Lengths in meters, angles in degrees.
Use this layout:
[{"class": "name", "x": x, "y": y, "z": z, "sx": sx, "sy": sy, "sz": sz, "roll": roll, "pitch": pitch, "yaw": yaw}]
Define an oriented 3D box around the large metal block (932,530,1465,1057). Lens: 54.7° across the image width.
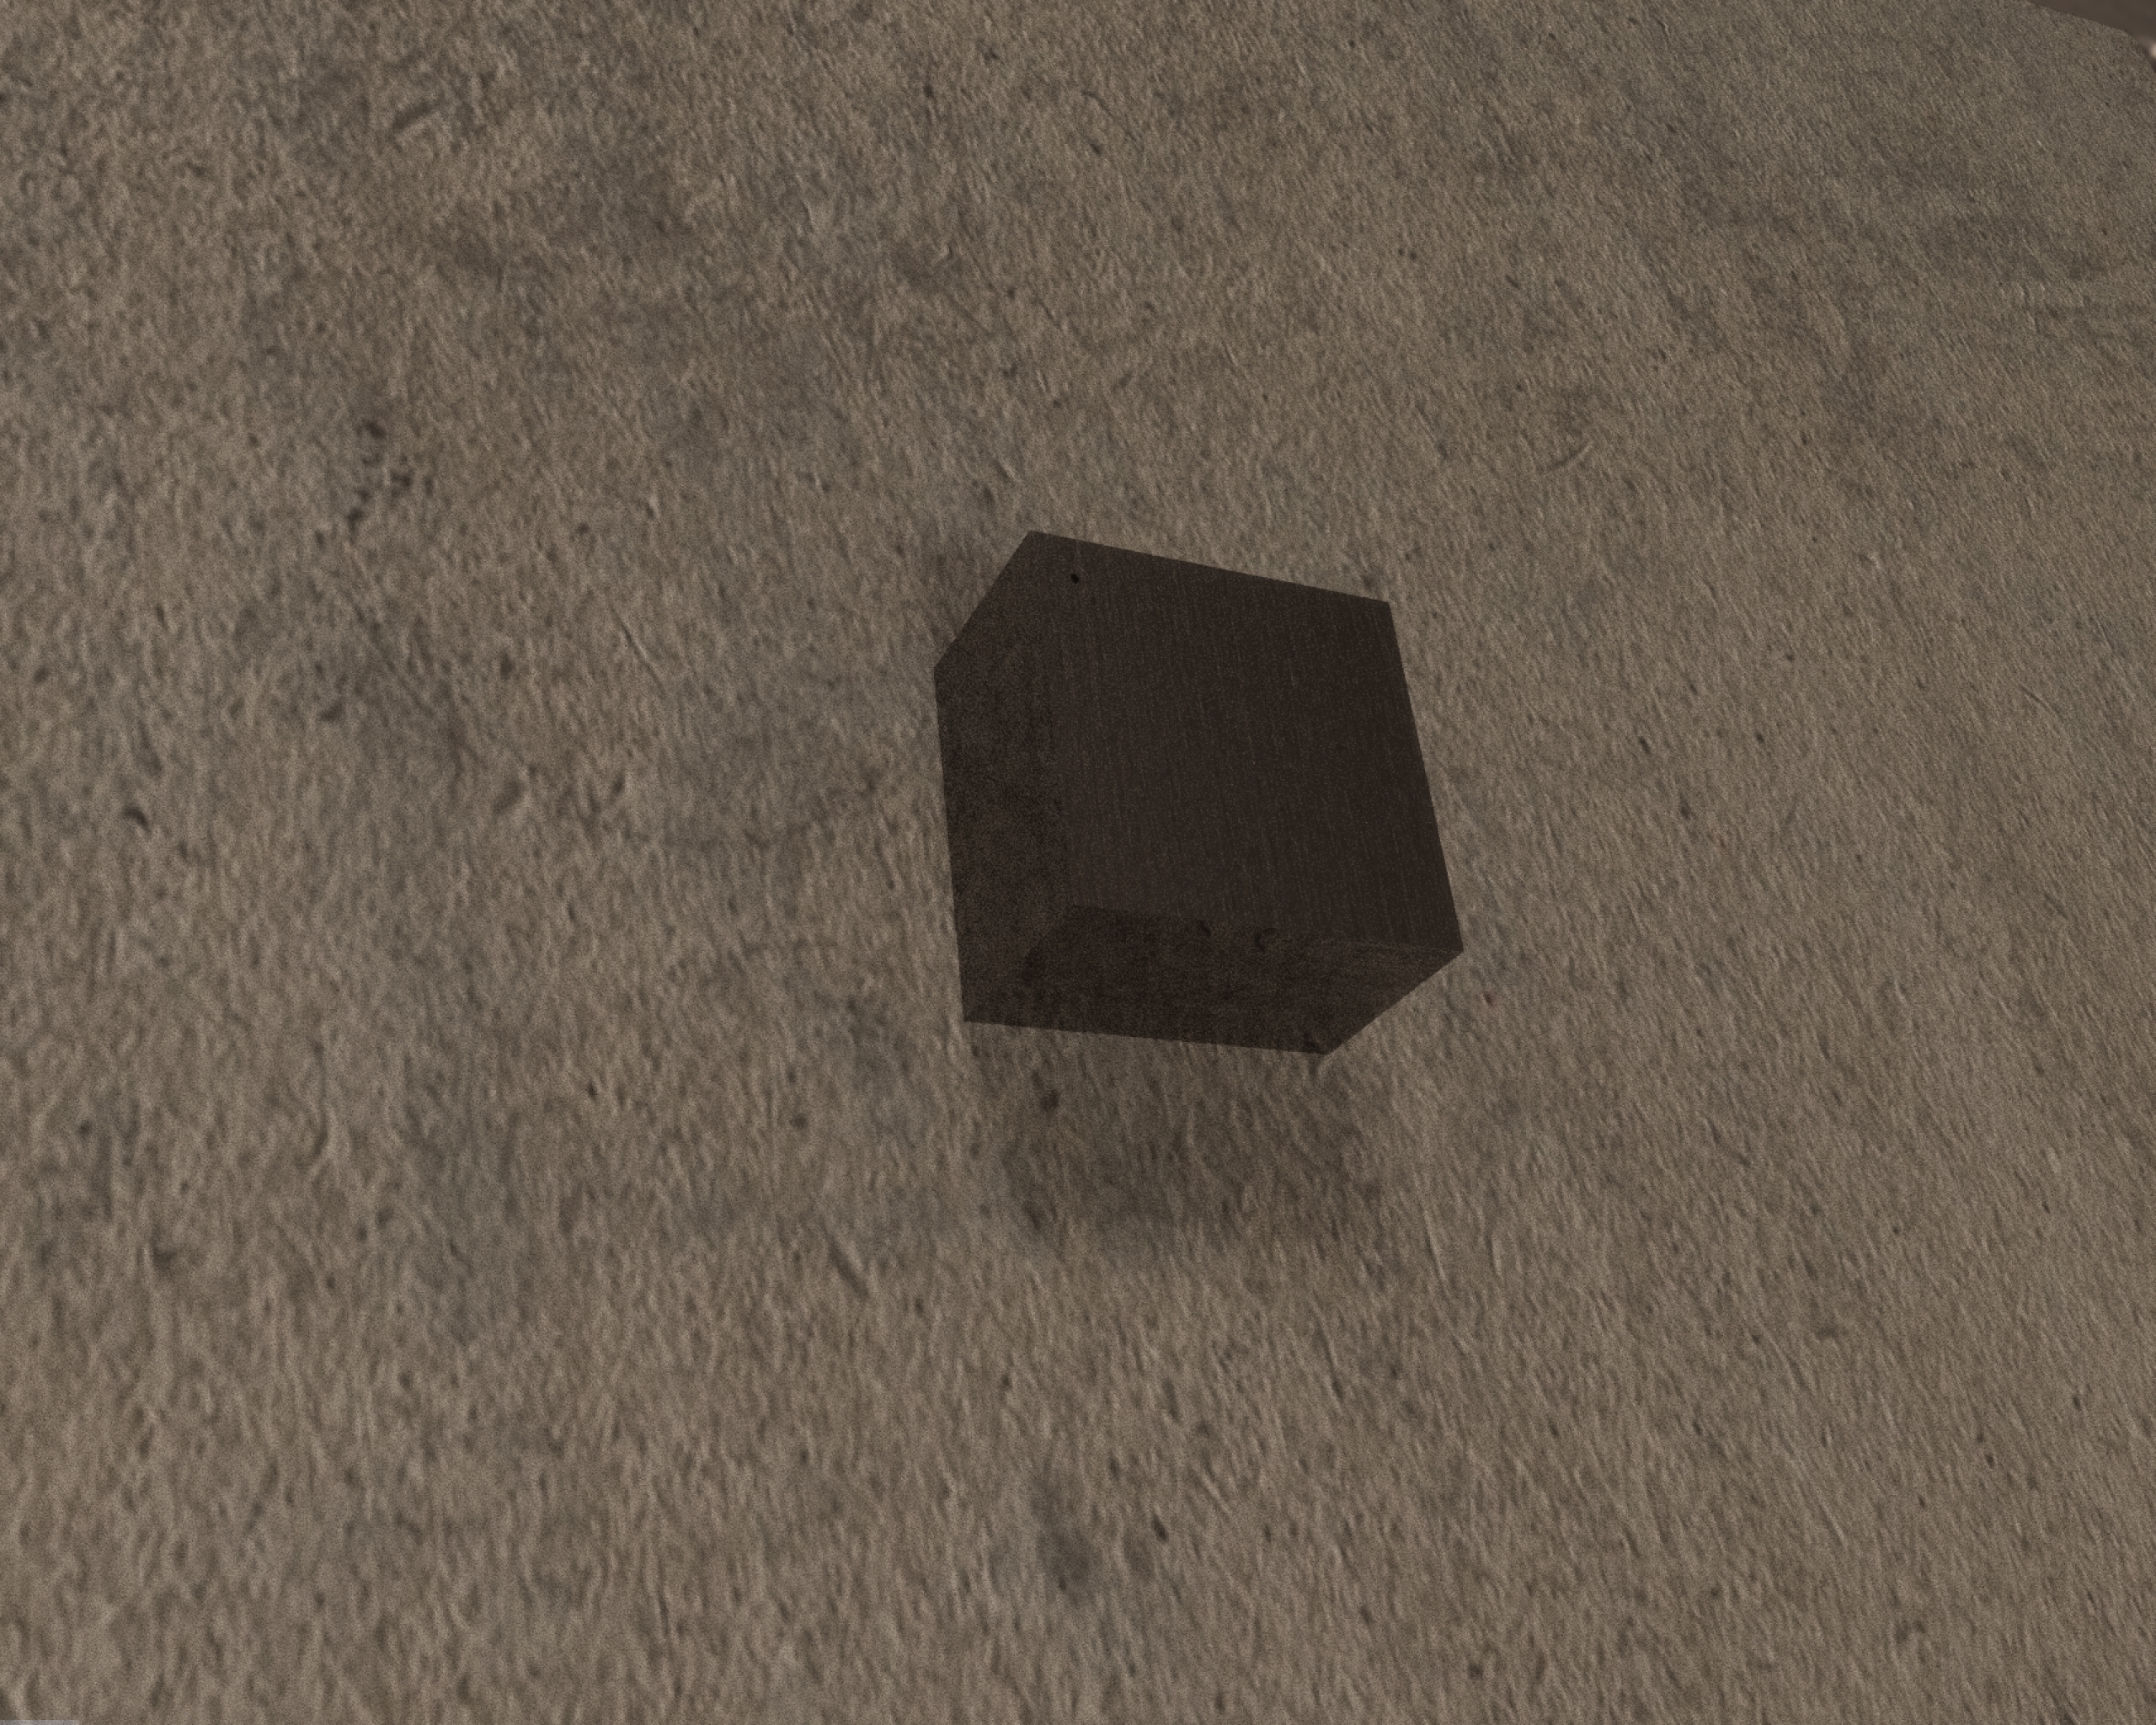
[{"class": "large metal block", "x": 0.021, "y": -0.011, "z": 0.409, "sx": 0.081, "sy": 0.050, "sz": 0.080, "roll": 8, "pitch": 58, "yaw": -25}]
